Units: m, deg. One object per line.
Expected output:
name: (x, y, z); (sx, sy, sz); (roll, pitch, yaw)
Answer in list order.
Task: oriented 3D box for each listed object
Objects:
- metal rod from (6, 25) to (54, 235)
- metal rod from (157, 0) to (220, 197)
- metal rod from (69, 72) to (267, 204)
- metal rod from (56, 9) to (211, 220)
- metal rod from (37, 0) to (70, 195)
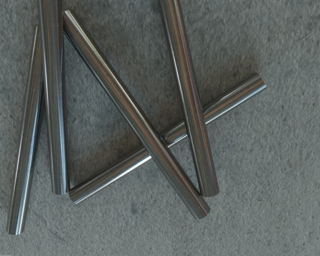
metal rod: (-0.175, 0.016, 0.413); (0.025, 0.025, 0.298); (15, 109, -6)
metal rod: (0.030, -0.058, 0.369); (0.025, 0.025, 0.298); (-13, 103, 4)
metal rod: (0.002, 0.019, 0.416); (0.300, 0.025, 0.025); (-32, 107, 10)
metal rod: (-0.028, -0.009, 0.385); (0.025, 0.025, 0.299); (-33, 99, 11)
metal rod: (-0.127, -0.046, 0.375); (0.025, 0.025, 0.298); (5, 116, -2)
